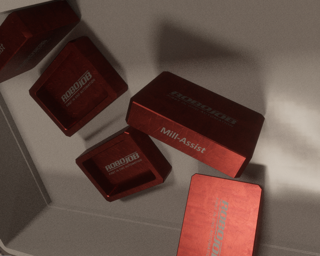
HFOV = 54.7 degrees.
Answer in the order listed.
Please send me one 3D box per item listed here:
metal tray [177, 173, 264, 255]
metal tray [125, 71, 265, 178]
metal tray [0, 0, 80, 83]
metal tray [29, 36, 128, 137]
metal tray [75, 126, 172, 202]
[{"bbox_3d":[0.076,0.130,0.392,0.090,0.030,0.129,7,78,24],"label":"metal tray"},{"bbox_3d":[0.041,-0.010,0.338,0.130,0.090,0.030,27,128,11],"label":"metal tray"},{"bbox_3d":[-0.171,-0.104,0.390,0.130,0.090,0.030,-27,104,37],"label":"metal tray"},{"bbox_3d":[-0.117,-0.053,0.432,0.130,0.030,0.090,-33,101,38],"label":"metal tray"},{"bbox_3d":[-0.058,0.056,0.468,0.130,0.030,0.090,-28,104,37],"label":"metal tray"}]
